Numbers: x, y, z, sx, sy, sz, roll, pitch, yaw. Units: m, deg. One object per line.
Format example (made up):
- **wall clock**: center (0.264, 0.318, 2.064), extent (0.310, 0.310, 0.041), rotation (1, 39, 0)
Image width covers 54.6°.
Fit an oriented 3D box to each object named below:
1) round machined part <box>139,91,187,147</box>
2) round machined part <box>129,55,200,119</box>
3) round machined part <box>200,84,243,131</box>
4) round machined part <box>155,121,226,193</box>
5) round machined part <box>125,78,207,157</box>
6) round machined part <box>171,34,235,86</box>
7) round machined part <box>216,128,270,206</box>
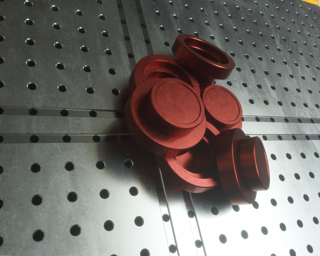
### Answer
- **round machined part**: center (0.007, -0.012, 0.407), extent (0.099, 0.042, 0.098), rotation (13, 56, -21)
- **round machined part**: center (0.003, -0.050, 0.429), extent (0.099, 0.042, 0.098), rotation (13, 56, -21)
- **round machined part**: center (0.081, -0.024, 0.455), extent (0.099, 0.042, 0.098), rotation (13, 56, -21)
- **round machined part**: center (0.037, 0.036, 0.395), extent (0.099, 0.042, 0.098), rotation (13, 56, -21)
- **round machined part**: center (0.013, -0.019, 0.361), extent (0.099, 0.042, 0.098), rotation (13, 56, -21)
- **round machined part**: center (0.062, -0.101, 0.477), extent (0.099, 0.042, 0.098), rotation (20, 32, -13)
- **round machined part**: center (0.110, 0.047, 0.395), extent (0.098, 0.042, 0.098), rotation (32, 52, -52)
